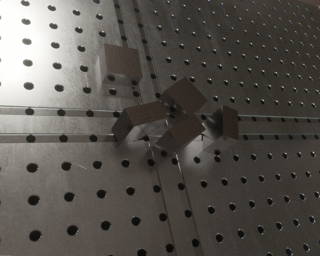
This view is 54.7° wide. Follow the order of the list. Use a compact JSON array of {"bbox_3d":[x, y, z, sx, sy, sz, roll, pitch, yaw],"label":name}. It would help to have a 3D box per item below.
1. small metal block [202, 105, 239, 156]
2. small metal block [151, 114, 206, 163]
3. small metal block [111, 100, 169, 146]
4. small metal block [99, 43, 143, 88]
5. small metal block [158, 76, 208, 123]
[{"bbox_3d":[0.085,0.004,0.438,0.025,0.050,0.050,20,54,-17],"label":"small metal block"},{"bbox_3d":[0.023,0.014,0.398,0.050,0.050,0.025,-31,79,-38],"label":"small metal block"},{"bbox_3d":[-0.025,-0.006,0.384,0.050,0.050,0.025,-16,71,-35],"label":"small metal block"},{"bbox_3d":[-0.055,-0.087,0.433,0.050,0.025,0.050,4,60,-27],"label":"small metal block"},{"bbox_3d":[0.034,-0.041,0.453,0.050,0.025,0.050,47,51,4],"label":"small metal block"}]
